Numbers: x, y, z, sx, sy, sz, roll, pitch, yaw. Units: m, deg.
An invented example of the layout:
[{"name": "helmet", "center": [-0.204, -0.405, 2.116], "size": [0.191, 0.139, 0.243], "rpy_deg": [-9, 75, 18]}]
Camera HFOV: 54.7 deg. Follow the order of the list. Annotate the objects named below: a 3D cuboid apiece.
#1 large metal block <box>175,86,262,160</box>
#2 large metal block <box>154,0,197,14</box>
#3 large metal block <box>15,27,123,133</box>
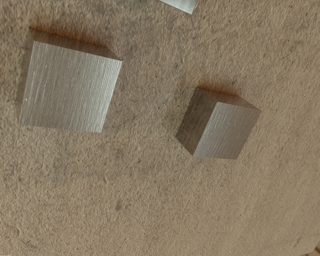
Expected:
[{"name": "large metal block", "center": [0.080, -0.005, 0.431], "size": [0.081, 0.050, 0.079], "rpy_deg": [7, 115, -32]}, {"name": "large metal block", "center": [0.005, -0.157, 0.277], "size": [0.050, 0.080, 0.079], "rpy_deg": [10, 113, -33]}, {"name": "large metal block", "center": [-0.094, -0.046, 0.311], "size": [0.081, 0.050, 0.079], "rpy_deg": [7, 115, -32]}]
